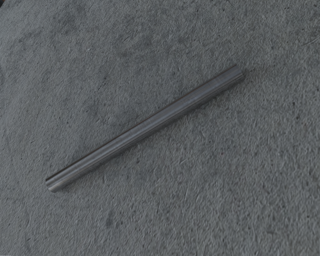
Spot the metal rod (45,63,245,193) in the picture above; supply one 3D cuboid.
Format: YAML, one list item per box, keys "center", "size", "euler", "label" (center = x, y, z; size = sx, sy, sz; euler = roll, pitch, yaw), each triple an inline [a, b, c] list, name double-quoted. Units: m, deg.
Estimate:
- center: [-0.025, 0.004, 0.417]
  size: [0.300, 0.025, 0.025]
  euler: [-31, 52, 8]
  label: "metal rod"
